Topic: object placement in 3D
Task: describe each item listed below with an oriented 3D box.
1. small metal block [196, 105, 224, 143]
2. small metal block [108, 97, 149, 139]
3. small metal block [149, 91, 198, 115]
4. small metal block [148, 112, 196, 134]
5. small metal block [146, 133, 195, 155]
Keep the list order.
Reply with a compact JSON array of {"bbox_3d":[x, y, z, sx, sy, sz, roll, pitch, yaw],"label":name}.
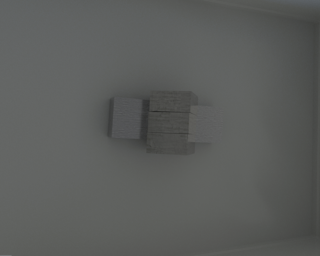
[{"bbox_3d":[0.059,-0.005,0.432,0.050,0.025,0.050,3,89,-20],"label":"small metal block"},{"bbox_3d":[-0.038,-0.012,0.396,0.050,0.025,0.050,4,89,-20],"label":"small metal block"},{"bbox_3d":[0.019,-0.031,0.392,0.050,0.050,0.025,3,89,16],"label":"small metal block"},{"bbox_3d":[0.017,-0.006,0.392,0.050,0.050,0.025,2,89,16],"label":"small metal block"},{"bbox_3d":[0.015,0.019,0.392,0.050,0.050,0.025,2,89,16],"label":"small metal block"}]
